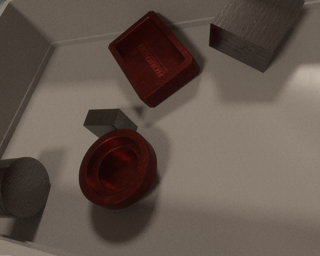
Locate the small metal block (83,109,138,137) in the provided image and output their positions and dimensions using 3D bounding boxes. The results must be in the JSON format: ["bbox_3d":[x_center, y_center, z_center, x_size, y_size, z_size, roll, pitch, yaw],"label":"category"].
[{"bbox_3d":[-0.067,-0.002,0.425,0.050,0.050,0.025,0,62,28],"label":"small metal block"}]

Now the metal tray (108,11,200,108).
[{"bbox_3d":[-0.012,-0.104,0.457,0.090,0.030,0.130,-37,58,8],"label":"metal tray"}]

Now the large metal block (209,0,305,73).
[{"bbox_3d":[0.118,-0.130,0.390,0.080,0.050,0.080,31,78,15],"label":"large metal block"}]

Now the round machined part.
[{"bbox_3d":[-0.048,0.053,0.386,0.098,0.042,0.098,-13,56,20],"label":"round machined part"}]

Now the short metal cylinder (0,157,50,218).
[{"bbox_3d":[-0.199,0.081,0.423,0.050,0.080,0.080,-8,58,24],"label":"short metal cylinder"}]
